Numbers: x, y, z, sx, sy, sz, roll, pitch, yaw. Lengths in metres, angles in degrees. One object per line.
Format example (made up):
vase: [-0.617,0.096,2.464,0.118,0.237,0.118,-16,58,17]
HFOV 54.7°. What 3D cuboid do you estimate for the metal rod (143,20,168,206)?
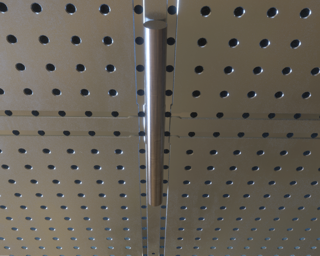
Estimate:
metal rod: [-0.006,0.006,0.417,0.025,0.025,0.298,0,130,-1]
